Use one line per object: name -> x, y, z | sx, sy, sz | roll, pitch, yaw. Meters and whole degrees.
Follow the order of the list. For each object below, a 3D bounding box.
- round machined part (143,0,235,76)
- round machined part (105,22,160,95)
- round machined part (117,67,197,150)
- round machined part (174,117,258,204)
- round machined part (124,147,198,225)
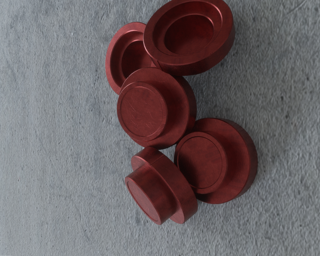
round machined part -> 0.034, -0.099, 0.347 | 0.098, 0.042, 0.098 | -8, 62, 16
round machined part -> -0.025, -0.087, 0.414 | 0.098, 0.042, 0.097 | 0, 90, 39
round machined part -> -0.011, -0.021, 0.359 | 0.098, 0.042, 0.097 | 7, 104, 30
round machined part -> 0.055, 0.037, 0.349 | 0.098, 0.042, 0.097 | 0, 90, 39
round machined part -> -0.005, 0.074, 0.365 | 0.098, 0.042, 0.097 | 43, 154, 27
